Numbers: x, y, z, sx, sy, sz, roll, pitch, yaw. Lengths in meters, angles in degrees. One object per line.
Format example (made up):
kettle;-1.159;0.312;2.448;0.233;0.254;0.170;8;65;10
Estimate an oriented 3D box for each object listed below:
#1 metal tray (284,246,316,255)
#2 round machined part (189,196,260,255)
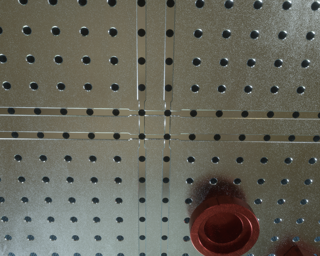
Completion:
metal tray;0.221;0.266;0.511;0.090;0.030;0.129;30;107;-11
round machined part;0.092;0.141;0.458;0.099;0.042;0.097;0;110;-1
